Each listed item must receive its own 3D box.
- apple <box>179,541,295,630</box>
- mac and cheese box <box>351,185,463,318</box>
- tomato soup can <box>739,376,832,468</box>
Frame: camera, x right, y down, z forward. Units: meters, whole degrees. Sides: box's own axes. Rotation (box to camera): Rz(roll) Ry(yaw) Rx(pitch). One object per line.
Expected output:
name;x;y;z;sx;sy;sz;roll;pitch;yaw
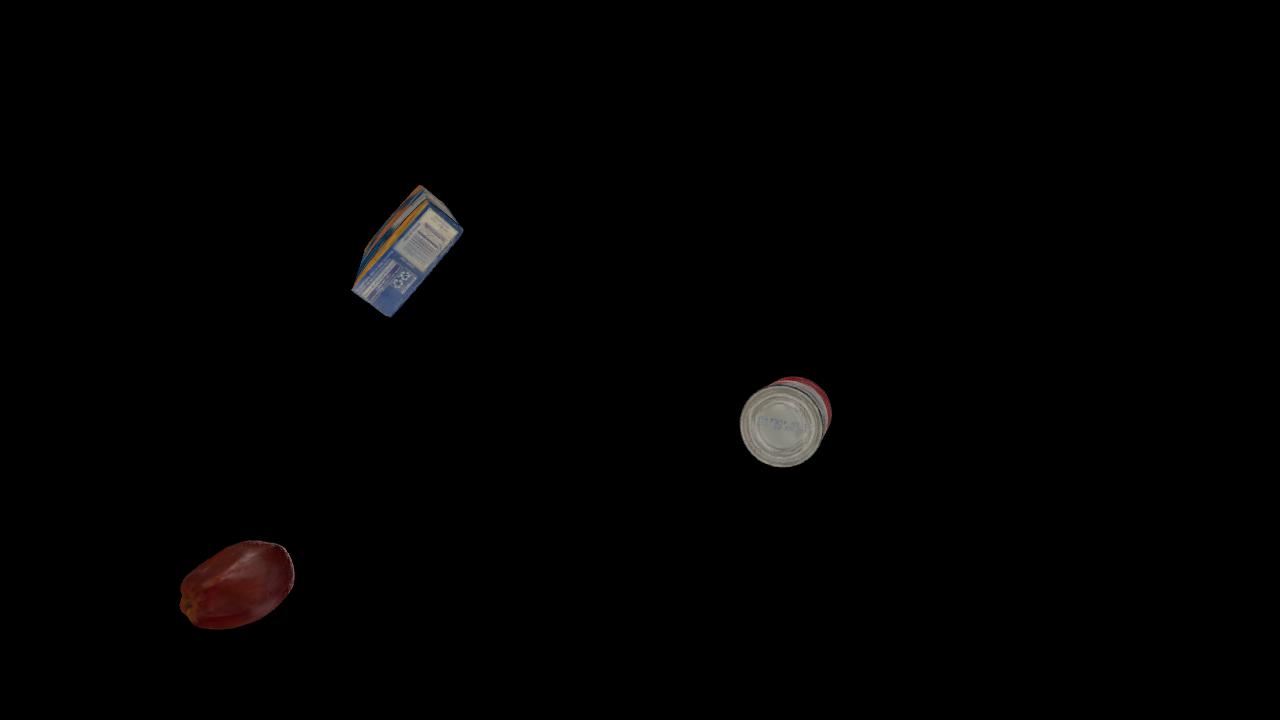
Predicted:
apple;-0.385;0.217;0.595;0.079;0.079;0.093;0;9;29
mac and cheese box;-0.208;-0.105;0.550;0.041;0.093;0.184;39;1;-28
tomato soup can;0.126;0.051;0.525;0.068;0.068;0.101;0;2;20
